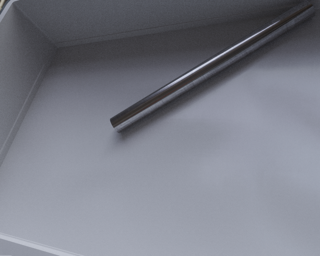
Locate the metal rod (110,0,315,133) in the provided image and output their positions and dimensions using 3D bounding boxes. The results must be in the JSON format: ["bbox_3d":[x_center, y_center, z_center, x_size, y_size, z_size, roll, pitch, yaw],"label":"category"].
[{"bbox_3d":[0.064,-0.079,0.420,0.300,0.025,0.025,-30,52,8],"label":"metal rod"}]
